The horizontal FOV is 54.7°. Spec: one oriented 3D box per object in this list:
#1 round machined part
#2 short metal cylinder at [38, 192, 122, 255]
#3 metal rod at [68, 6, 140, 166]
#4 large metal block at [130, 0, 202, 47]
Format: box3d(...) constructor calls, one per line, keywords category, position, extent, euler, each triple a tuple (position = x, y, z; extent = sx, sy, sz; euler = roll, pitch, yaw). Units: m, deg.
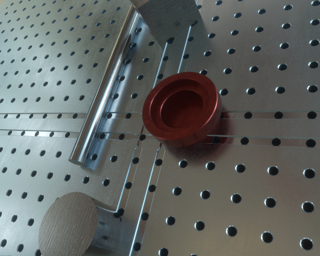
box3d(category="round machined part", position=(0.030, -0.020, 0.392), extent=(0.098, 0.042, 0.098), euler=(-13, 56, 20))
box3d(category="short metal cylinder", position=(-0.093, 0.122, 0.365), extent=(0.080, 0.050, 0.080), euler=(-13, 56, 20))
box3d(category="metal rod", position=(-0.080, -0.082, 0.498), extent=(0.025, 0.025, 0.300), euler=(2, 62, 29))
box3d(category="large metal block", position=(0.008, -0.190, 0.484), extent=(0.080, 0.080, 0.050), euler=(-34, 52, 5))
